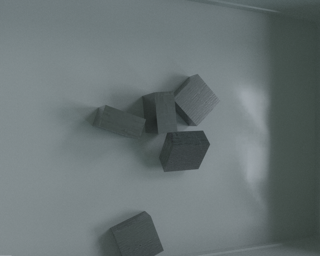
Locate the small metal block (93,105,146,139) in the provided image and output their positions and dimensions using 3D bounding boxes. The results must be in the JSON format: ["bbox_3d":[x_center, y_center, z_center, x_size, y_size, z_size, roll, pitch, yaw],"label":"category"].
[{"bbox_3d":[-0.051,-0.006,0.378,0.050,0.050,0.025,20,84,-19],"label":"small metal block"}]

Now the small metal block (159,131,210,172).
[{"bbox_3d":[0.031,0.031,0.407,0.050,0.025,0.050,-2,135,-20],"label":"small metal block"}]

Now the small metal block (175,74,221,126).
[{"bbox_3d":[0.046,-0.038,0.427,0.050,0.025,0.050,-46,105,-14],"label":"small metal block"}]

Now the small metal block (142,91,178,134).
[{"bbox_3d":[-0.001,-0.019,0.397,0.025,0.050,0.050,-6,92,-20],"label":"small metal block"}]

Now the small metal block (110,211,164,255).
[{"bbox_3d":[-0.030,0.144,0.400,0.050,0.025,0.050,-22,98,-19],"label":"small metal block"}]
